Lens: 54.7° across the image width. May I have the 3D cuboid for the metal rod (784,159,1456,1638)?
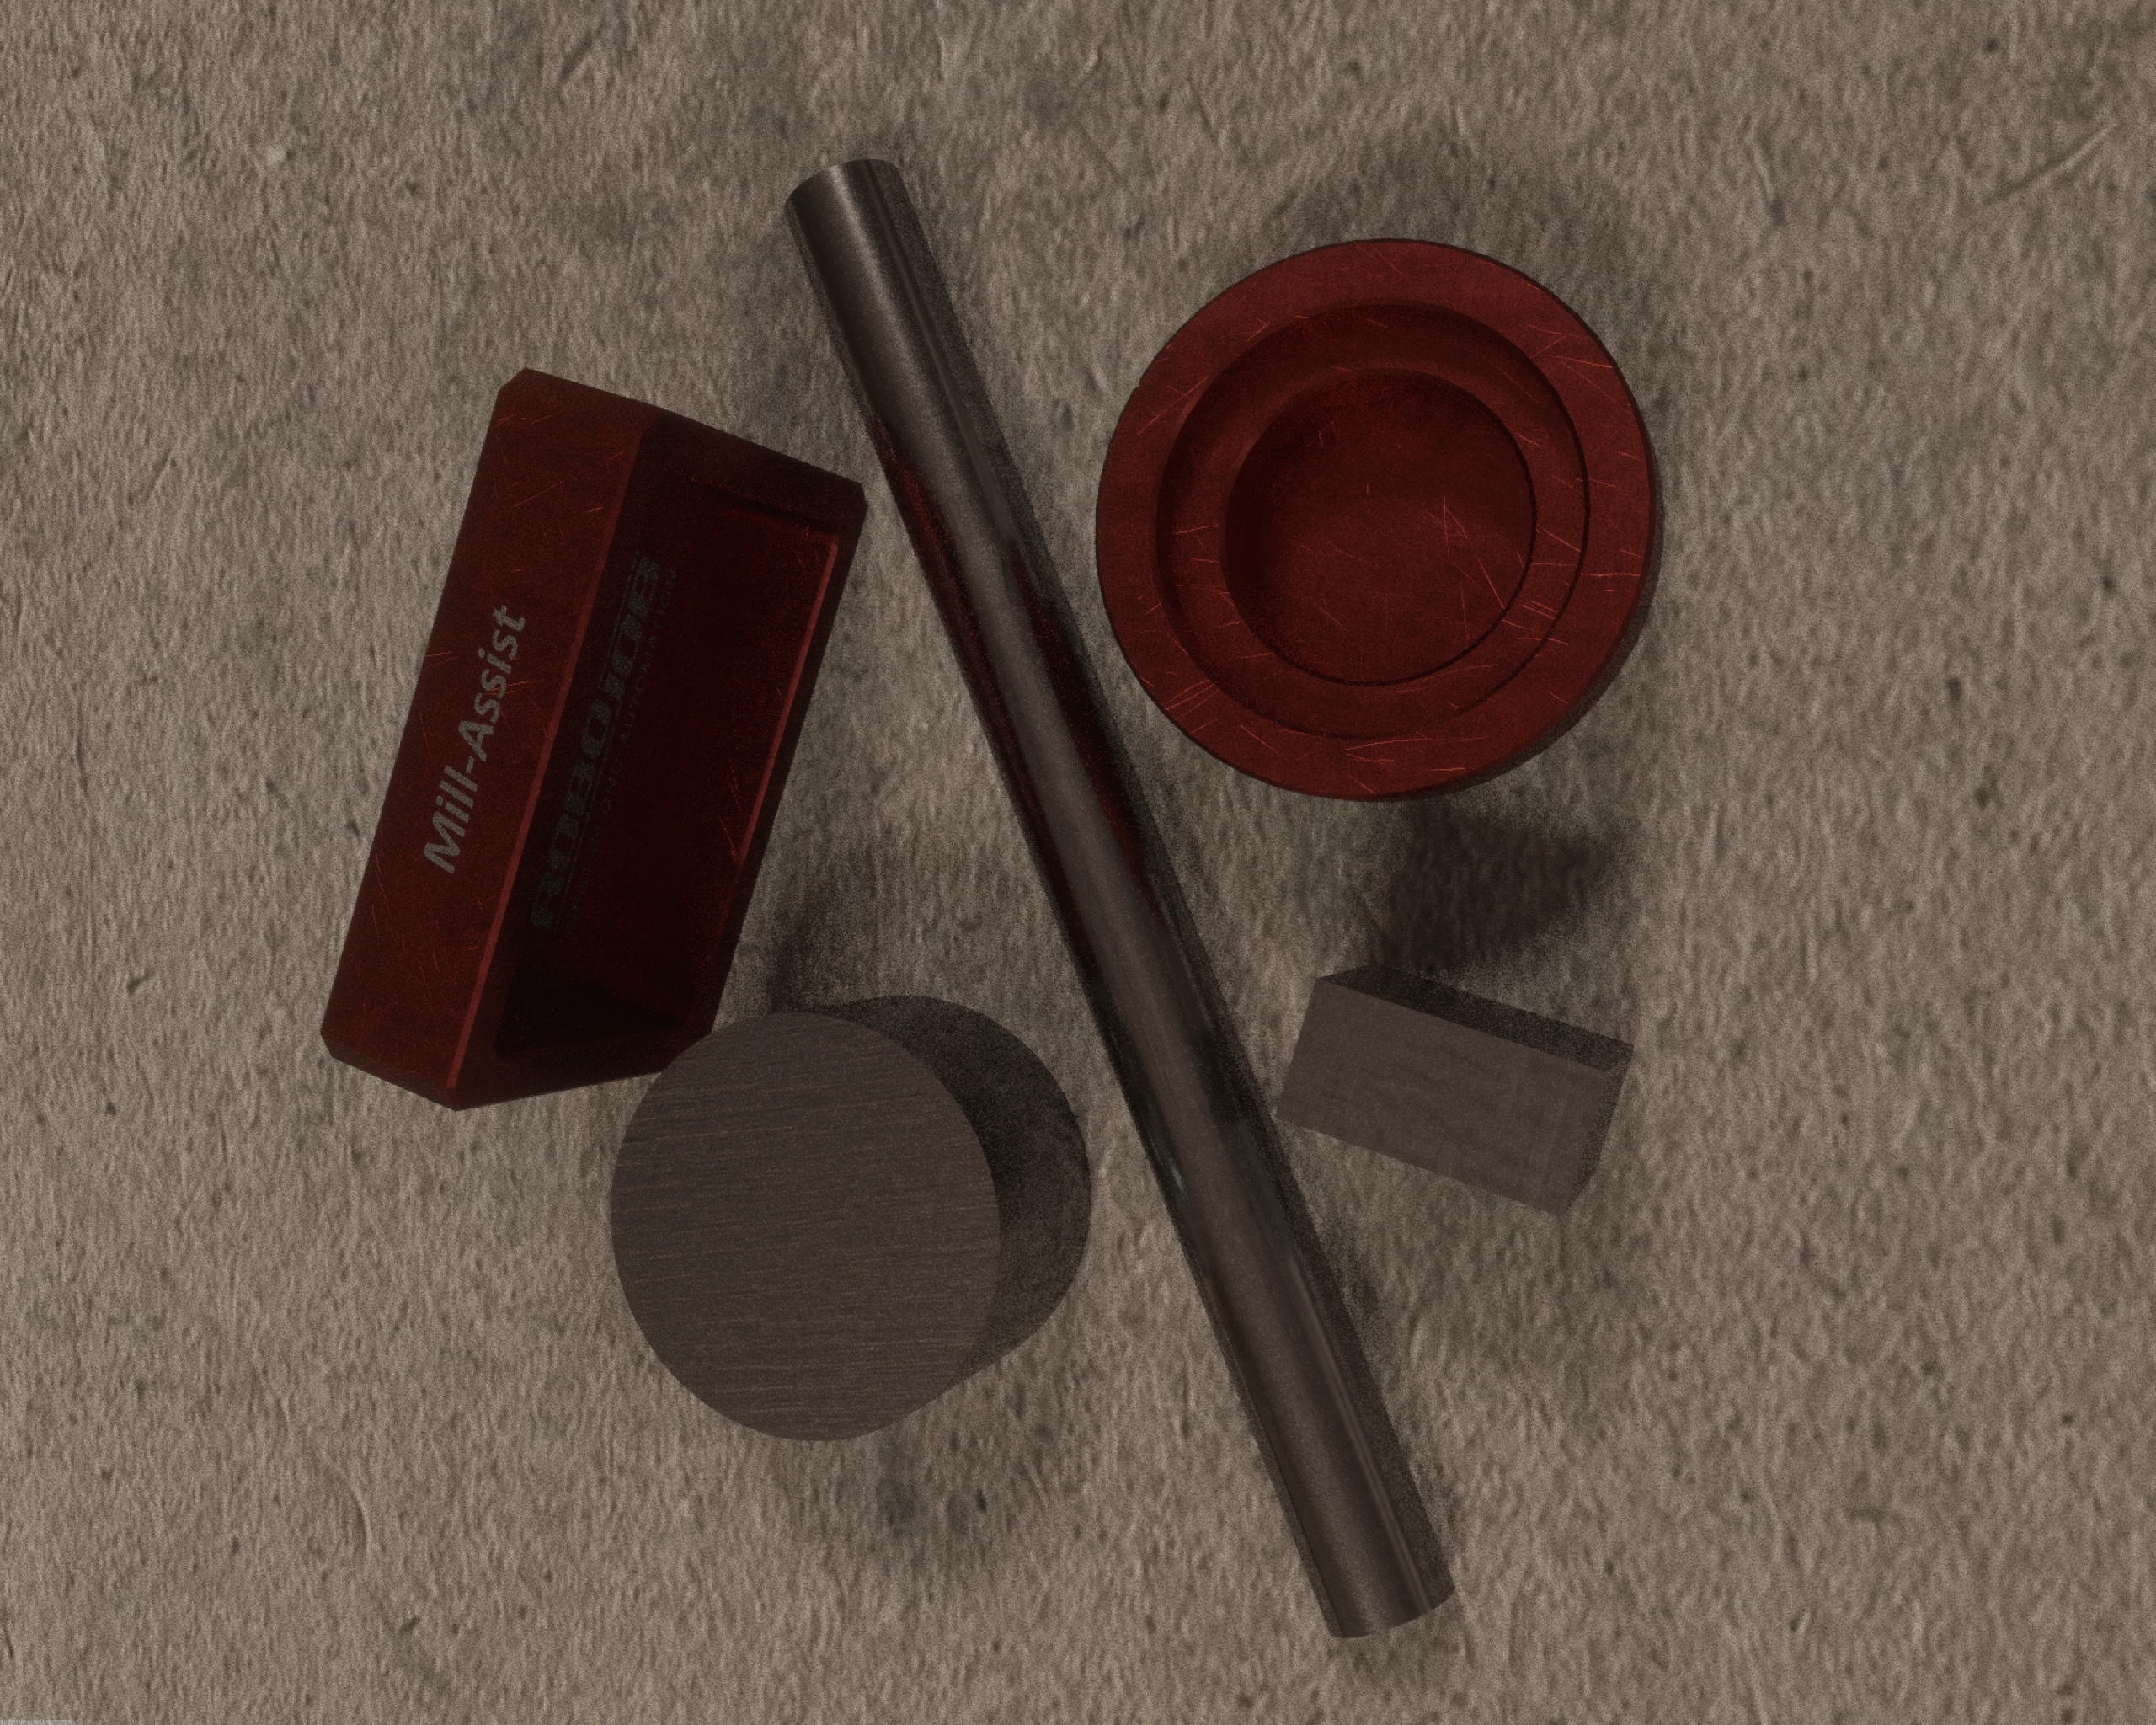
[{"bbox_3d":[0.005,0.001,0.408,0.025,0.025,0.299,-23,82,18],"label":"metal rod"}]

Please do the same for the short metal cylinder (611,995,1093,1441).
[{"bbox_3d":[-0.043,0.067,0.411,0.080,0.050,0.079,0,90,19],"label":"short metal cylinder"}]

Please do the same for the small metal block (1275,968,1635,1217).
[{"bbox_3d":[0.068,0.039,0.369,0.050,0.050,0.025,18,96,19],"label":"small metal block"}]

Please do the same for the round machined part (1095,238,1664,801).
[{"bbox_3d":[0.056,-0.060,0.381,0.098,0.042,0.097,0,90,19],"label":"round machined part"}]

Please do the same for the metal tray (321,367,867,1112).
[{"bbox_3d":[-0.090,-0.022,0.406,0.030,0.090,0.129,20,96,19],"label":"metal tray"}]
